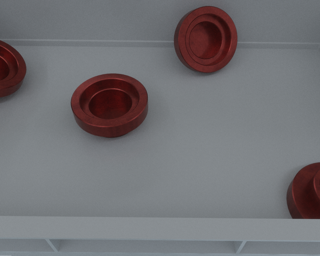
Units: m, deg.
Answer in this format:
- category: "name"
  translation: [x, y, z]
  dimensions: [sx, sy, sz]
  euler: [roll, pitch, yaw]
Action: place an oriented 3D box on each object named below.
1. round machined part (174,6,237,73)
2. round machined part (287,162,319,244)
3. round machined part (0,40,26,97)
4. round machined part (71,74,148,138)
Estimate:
- category: "round machined part"
  translation: [0.068, -0.137, 0.486]
  dimensions: [0.099, 0.097, 0.042]
  euler: [-17, 17, -14]
- category: "round machined part"
  translation: [0.193, 0.077, 0.332]
  dimensions: [0.099, 0.042, 0.098]
  euler: [0, 50, 0]
- category: "round machined part"
  translation: [-0.248, -0.081, 0.441]
  dimensions: [0.099, 0.042, 0.098]
  euler: [21, 47, -24]
- category: "round machined part"
  translation: [-0.065, -0.026, 0.415]
  dimensions: [0.099, 0.042, 0.098]
  euler: [0, 50, 0]
